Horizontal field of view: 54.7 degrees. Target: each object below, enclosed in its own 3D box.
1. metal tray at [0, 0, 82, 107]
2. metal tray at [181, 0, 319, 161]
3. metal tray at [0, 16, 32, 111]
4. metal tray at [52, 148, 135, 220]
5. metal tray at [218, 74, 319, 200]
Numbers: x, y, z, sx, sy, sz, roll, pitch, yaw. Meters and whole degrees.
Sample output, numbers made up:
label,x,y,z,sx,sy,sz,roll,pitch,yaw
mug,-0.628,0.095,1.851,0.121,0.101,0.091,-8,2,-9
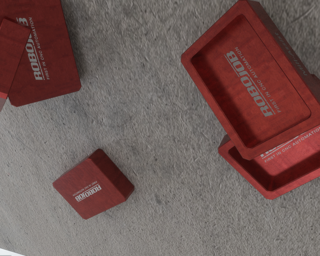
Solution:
label,x,y,z,sx,sy,sz,roll,pitch,yaw
metal tray,-0.159,-0.100,0.387,0.030,0.091,0.129,40,144,54
metal tray,0.089,-0.044,0.302,0.090,0.030,0.130,-38,79,40
metal tray,-0.201,-0.074,0.395,0.030,0.090,0.130,20,166,-27
metal tray,-0.116,0.099,0.526,0.130,0.030,0.090,-33,100,38
metal tray,0.140,0.016,0.339,0.090,0.030,0.129,44,129,-3
